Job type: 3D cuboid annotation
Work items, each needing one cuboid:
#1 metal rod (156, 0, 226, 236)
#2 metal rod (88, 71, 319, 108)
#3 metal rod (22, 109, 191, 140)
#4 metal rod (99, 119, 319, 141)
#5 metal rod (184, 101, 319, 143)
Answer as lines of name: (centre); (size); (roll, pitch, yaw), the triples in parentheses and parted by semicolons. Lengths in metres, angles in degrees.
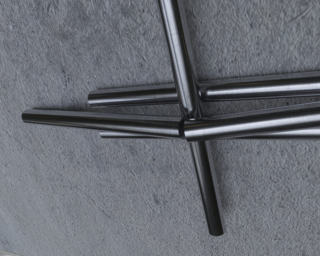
metal rod: (0.043, 0.006, 0.356); (0.025, 0.025, 0.298); (-1, 118, 28)
metal rod: (0.041, -0.042, 0.359); (0.300, 0.025, 0.025); (-1, 118, 28)
metal rod: (-0.094, -0.009, 0.418); (0.300, 0.025, 0.025); (4, 121, 36)
metal rod: (0.053, 0.002, 0.380); (0.300, 0.025, 0.025); (-1, 118, 28)
metal rod: (0.170, -0.015, 0.277); (0.301, 0.025, 0.025); (-8, 115, 20)
